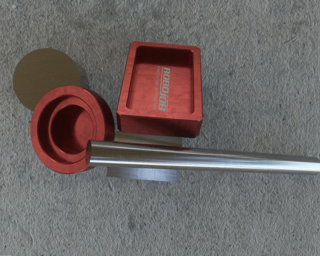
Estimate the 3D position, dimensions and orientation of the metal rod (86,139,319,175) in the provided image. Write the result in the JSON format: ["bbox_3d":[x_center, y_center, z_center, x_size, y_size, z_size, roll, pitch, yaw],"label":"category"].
[{"bbox_3d":[0.070,0.037,0.353,0.302,0.025,0.025,6,90,-25],"label":"metal rod"}]

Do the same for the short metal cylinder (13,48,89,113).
[{"bbox_3d":[-0.136,-0.056,0.397,0.081,0.050,0.079,0,90,-1],"label":"short metal cylinder"}]

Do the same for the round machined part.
[{"bbox_3d":[-0.095,0.002,0.357,0.098,0.042,0.097,0,89,19],"label":"round machined part"}]

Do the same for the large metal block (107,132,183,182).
[{"bbox_3d":[-0.017,0.032,0.383,0.081,0.080,0.050,5,90,-1],"label":"large metal block"}]

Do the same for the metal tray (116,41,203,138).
[{"bbox_3d":[0.003,-0.051,0.371,0.091,0.030,0.130,5,50,0],"label":"metal tray"}]
